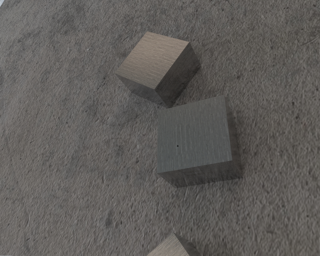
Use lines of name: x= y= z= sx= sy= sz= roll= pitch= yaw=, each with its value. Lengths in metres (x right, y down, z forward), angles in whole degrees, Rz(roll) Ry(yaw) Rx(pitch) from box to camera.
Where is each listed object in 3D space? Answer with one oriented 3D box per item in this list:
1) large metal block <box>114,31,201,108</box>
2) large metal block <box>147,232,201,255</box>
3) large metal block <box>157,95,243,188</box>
large metal block: x=-0.002 y=-0.083 z=0.440 sx=0.080 sy=0.050 sz=0.080 roll=27 pitch=76 yaw=37
large metal block: x=0.014 y=0.159 z=0.283 sx=0.080 sy=0.050 sz=0.080 roll=-42 pitch=51 yaw=-1
large metal block: x=0.044 y=0.017 z=0.354 sx=0.080 sy=0.050 sz=0.080 roll=-13 pitch=56 yaw=21
